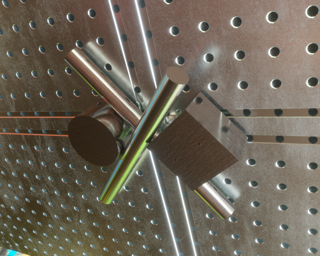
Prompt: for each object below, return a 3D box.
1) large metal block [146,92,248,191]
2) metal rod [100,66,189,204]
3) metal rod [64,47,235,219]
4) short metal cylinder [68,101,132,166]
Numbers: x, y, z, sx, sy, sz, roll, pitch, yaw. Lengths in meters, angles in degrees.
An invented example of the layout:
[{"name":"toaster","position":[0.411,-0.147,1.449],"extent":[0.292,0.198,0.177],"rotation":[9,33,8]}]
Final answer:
[{"name":"large metal block","position":[0.044,0.017,0.376],"extent":[0.080,0.050,0.080],"rotation":[44,129,-2]},{"name":"metal rod","position":[-0.036,0.033,0.419],"extent":[0.025,0.025,0.298],"rotation":[36,137,4]},{"name":"metal rod","position":[-0.011,0.010,0.417],"extent":[0.300,0.025,0.025],"rotation":[45,129,-4]},{"name":"short metal cylinder","position":[-0.081,0.007,0.437],"extent":[0.080,0.050,0.079],"rotation":[13,124,21]}]
